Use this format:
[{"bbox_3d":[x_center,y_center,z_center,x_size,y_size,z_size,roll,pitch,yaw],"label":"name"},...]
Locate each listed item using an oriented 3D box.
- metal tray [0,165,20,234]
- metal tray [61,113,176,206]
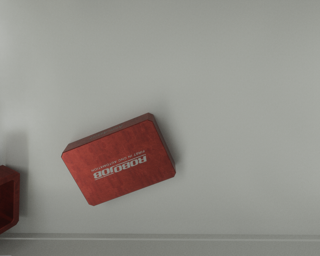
[{"bbox_3d":[-0.243,0.112,0.393,0.030,0.131,0.089,19,111,21],"label":"metal tray"},{"bbox_3d":[-0.054,0.044,0.424,0.130,0.030,0.090,-21,109,7],"label":"metal tray"}]
